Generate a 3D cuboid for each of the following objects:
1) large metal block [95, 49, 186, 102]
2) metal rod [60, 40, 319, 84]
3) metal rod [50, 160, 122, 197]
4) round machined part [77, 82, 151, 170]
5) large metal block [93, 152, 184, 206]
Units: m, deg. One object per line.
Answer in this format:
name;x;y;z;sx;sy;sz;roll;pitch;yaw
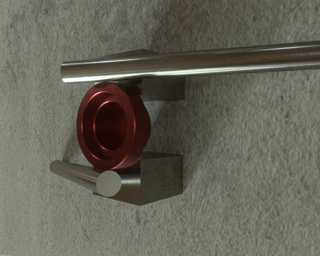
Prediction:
large metal block;-0.024;-0.061;0.388;0.080;0.081;0.050;2;91;39
metal rod;0.040;-0.063;0.302;0.301;0.025;0.025;0;90;17
metal rod;-0.118;0.062;0.429;0.299;0.025;0.025;-7;85;62
round machined part;-0.049;-0.002;0.357;0.098;0.042;0.097;0;90;39
large metal block;-0.026;0.058;0.390;0.080;0.081;0.050;2;91;39
